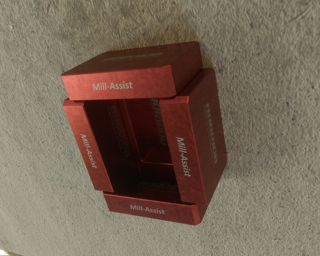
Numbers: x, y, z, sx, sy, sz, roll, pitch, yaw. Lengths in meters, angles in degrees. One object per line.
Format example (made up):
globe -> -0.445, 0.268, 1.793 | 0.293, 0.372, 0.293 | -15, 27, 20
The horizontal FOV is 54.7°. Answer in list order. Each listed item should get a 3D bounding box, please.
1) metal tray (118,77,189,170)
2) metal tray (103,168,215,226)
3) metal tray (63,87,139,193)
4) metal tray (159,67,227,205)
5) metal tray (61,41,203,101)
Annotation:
metal tray -> 0.001, -0.008, 0.398 | 0.090, 0.030, 0.129 | 1, 119, 27
metal tray -> 0.003, 0.077, 0.411 | 0.130, 0.090, 0.030 | 1, 119, 27
metal tray -> -0.065, 0.006, 0.402 | 0.030, 0.090, 0.129 | 1, 119, 28
metal tray -> 0.043, 0.008, 0.347 | 0.030, 0.090, 0.129 | 1, 119, 28
metal tray -> -0.029, -0.063, 0.341 | 0.130, 0.090, 0.030 | 1, 119, 27
